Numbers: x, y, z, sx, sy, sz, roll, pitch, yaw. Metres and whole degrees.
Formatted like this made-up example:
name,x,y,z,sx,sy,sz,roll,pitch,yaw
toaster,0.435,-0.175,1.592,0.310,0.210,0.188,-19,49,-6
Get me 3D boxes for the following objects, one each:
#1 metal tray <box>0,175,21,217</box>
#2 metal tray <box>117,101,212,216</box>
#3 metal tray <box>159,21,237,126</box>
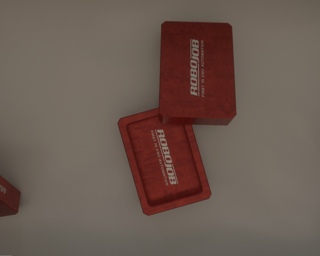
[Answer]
name,x,y,z,sx,sy,sz,roll,pitch,yaw
metal tray,-0.236,0.072,0.360,0.091,0.129,0.030,-9,56,0
metal tray,0.006,0.039,0.408,0.090,0.030,0.129,-16,90,0
metal tray,0.045,-0.070,0.391,0.091,0.030,0.129,2,73,0
